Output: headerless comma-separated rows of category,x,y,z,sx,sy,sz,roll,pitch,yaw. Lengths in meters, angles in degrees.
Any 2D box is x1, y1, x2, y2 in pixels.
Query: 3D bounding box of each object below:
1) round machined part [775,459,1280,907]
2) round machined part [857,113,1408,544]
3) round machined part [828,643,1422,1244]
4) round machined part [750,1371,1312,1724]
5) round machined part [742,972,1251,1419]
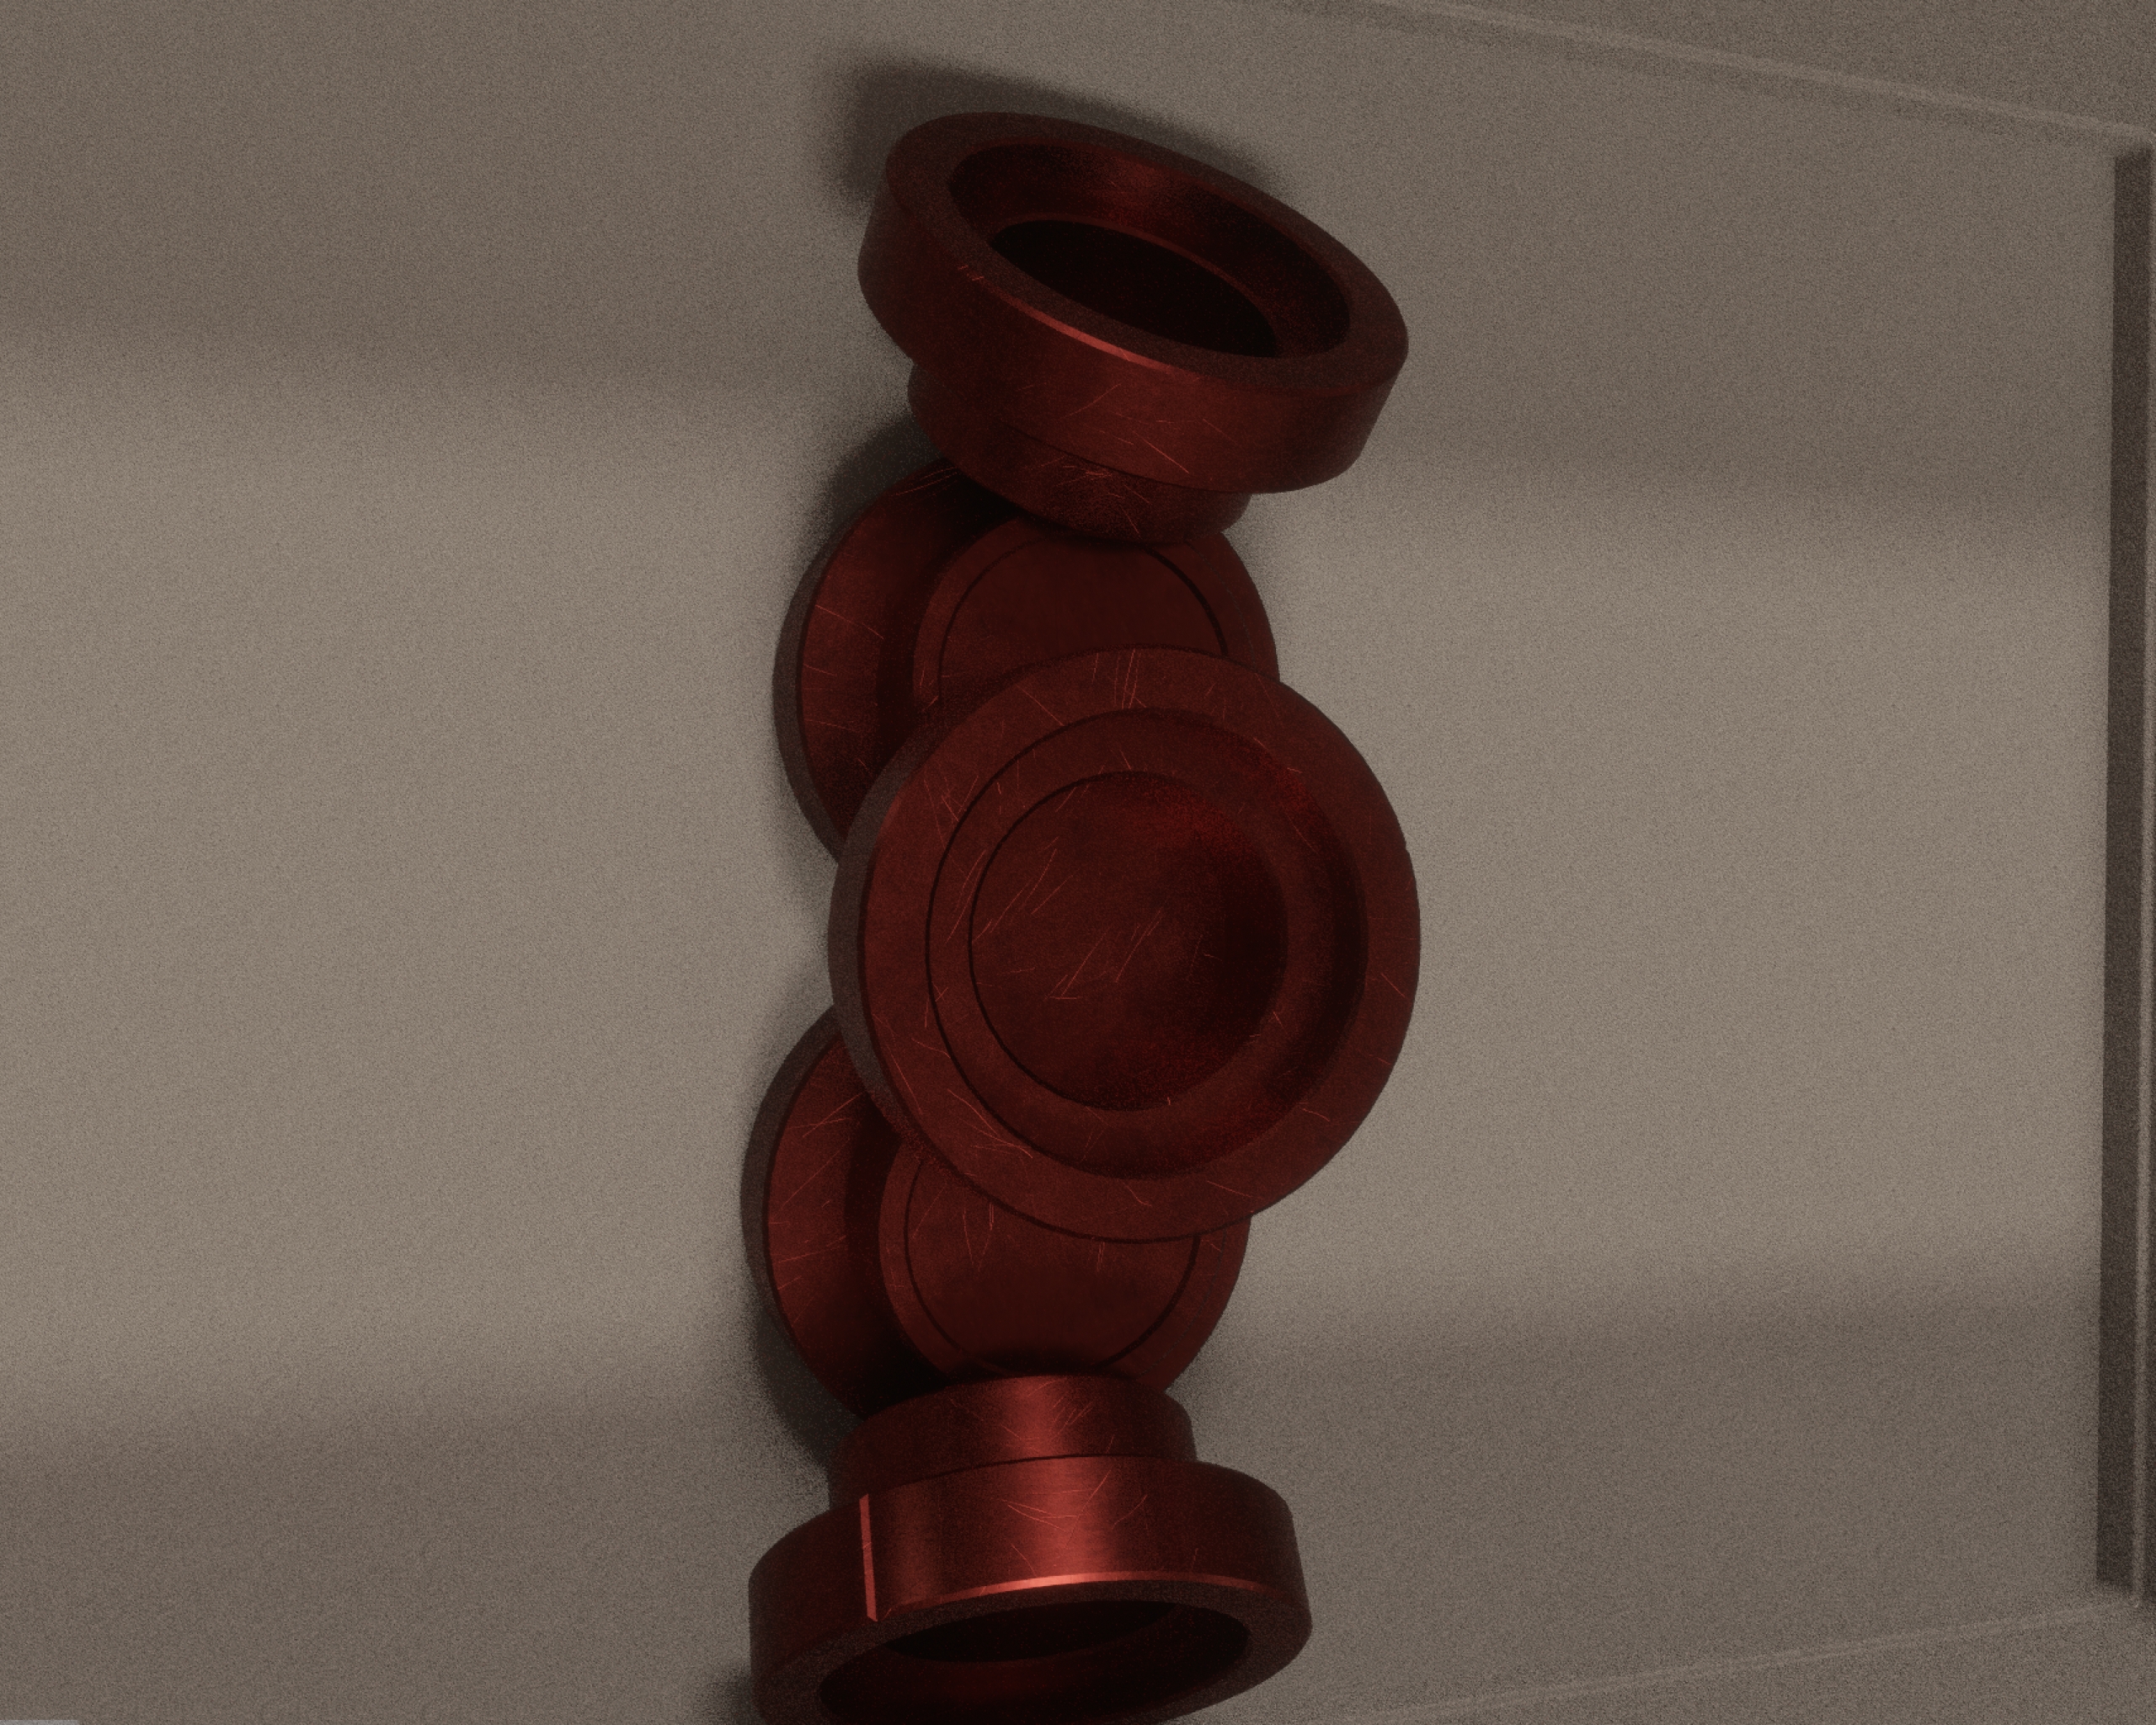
round machined part,-0.005,-0.032,0.398,0.099,0.042,0.097,0,90,-21
round machined part,0.007,-0.095,0.384,0.099,0.098,0.042,8,130,-20
round machined part,0.005,0.013,0.357,0.099,0.042,0.097,0,90,-21
round machined part,-0.010,0.126,0.378,0.099,0.097,0.042,7,50,-20
round machined part,-0.011,0.065,0.396,0.099,0.042,0.097,0,90,-21
